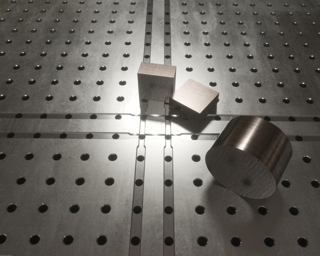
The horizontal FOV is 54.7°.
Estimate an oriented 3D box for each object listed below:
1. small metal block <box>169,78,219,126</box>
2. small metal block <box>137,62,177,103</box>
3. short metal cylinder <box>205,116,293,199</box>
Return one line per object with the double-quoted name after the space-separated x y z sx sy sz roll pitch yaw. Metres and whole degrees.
0.048 -0.038 0.440 0.050 0.025 0.050 31 56 23 "small metal block"
-0.004 -0.065 0.446 0.050 0.050 0.025 8 51 6 "small metal block"
0.098 0.033 0.346 0.080 0.080 0.050 27 55 21 "short metal cylinder"
